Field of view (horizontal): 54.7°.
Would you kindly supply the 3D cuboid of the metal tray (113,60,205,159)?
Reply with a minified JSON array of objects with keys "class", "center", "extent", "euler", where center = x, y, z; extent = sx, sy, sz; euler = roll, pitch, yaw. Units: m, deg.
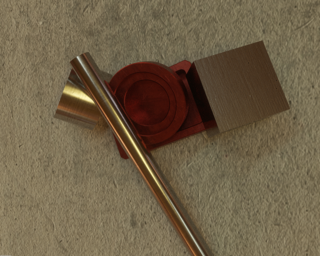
[{"class":"metal tray","center":[-0.003,-0.021,0.408],"extent":[0.130,0.030,0.090],"euler":[-22,83,18]}]

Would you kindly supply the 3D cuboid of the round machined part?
[{"class":"round machined part","center":[-0.013,-0.032,0.379],"extent":[0.098,0.042,0.097],"euler":[4,106,14]}]

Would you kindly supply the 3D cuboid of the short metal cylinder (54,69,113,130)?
[{"class":"short metal cylinder","center":[-0.101,-0.042,0.408],"extent":[0.050,0.080,0.080],"euler":[20,98,-18]}]

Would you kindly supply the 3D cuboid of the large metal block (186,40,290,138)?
[{"class":"large metal block","center":[0.084,-0.041,0.349],"extent":[0.081,0.050,0.080],"euler":[-18,83,-8]}]

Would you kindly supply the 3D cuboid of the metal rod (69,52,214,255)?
[{"class":"metal rod","center":[-0.014,0.048,0.368],"extent":[0.025,0.025,0.299],"euler":[-29,98,17]}]
